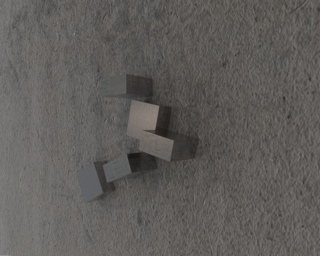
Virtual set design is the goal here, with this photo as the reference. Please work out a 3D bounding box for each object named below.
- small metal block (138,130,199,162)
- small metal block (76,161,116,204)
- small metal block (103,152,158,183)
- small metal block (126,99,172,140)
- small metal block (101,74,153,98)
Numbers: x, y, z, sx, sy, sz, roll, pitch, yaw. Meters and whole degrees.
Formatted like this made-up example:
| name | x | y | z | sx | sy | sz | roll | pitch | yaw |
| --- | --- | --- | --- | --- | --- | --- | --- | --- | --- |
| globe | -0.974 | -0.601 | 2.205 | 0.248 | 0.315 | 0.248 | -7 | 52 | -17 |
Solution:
| name | x | y | z | sx | sy | sz | roll | pitch | yaw |
| --- | --- | --- | --- | --- | --- | --- | --- | --- | --- |
| small metal block | 0.011 | 0.020 | 0.380 | 0.050 | 0.050 | 0.025 | 17 | 101 | 38 |
| small metal block | -0.102 | 0.085 | 0.489 | 0.050 | 0.025 | 0.050 | -34 | 69 | 35 |
| small metal block | -0.040 | 0.053 | 0.422 | 0.050 | 0.050 | 0.025 | -27 | 73 | 37 |
| small metal block | -0.016 | -0.009 | 0.418 | 0.050 | 0.025 | 0.050 | 16 | 100 | 39 |
| small metal block | -0.046 | -0.056 | 0.426 | 0.050 | 0.050 | 0.025 | 0 | 90 | 40 |
